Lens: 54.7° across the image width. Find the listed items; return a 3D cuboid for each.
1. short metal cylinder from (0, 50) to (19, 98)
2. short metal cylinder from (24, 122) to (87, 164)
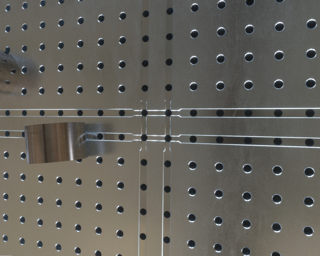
[{"bbox_3d":[-0.277,-0.089,0.495,0.080,0.050,0.079,0,90,19],"label":"short metal cylinder"},{"bbox_3d":[-0.144,0.020,0.433,0.080,0.080,0.050,-5,88,19],"label":"short metal cylinder"}]
